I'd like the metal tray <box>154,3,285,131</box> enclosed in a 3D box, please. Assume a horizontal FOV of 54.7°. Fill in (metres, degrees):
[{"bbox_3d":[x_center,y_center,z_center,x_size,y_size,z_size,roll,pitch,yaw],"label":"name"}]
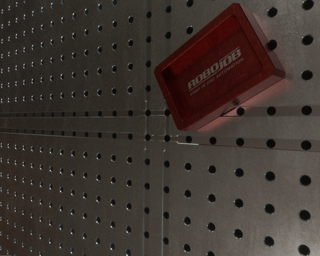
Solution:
[{"bbox_3d":[0.060,-0.064,0.354,0.130,0.030,0.090,-34,70,34],"label":"metal tray"}]
